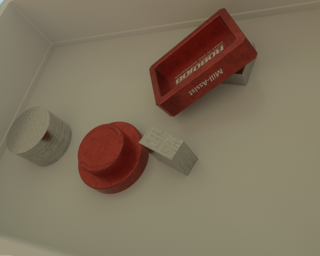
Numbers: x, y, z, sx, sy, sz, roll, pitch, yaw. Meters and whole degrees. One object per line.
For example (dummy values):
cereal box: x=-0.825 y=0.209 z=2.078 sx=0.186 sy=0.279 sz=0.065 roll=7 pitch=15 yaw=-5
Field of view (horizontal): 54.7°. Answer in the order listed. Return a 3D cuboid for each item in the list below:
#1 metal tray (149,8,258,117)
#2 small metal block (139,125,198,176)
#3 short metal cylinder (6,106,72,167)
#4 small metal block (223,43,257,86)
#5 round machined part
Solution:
metal tray: x=0.048 y=-0.084 z=0.397 sx=0.130 sy=0.030 sz=0.090 roll=-36 pitch=39 yaw=21
small metal block: x=0.011 y=0.027 z=0.366 sx=0.050 sy=0.050 sz=0.025 roll=25 pitch=75 yaw=36
short metal cylinder: x=-0.185 y=0.013 z=0.476 sx=0.080 sy=0.050 sz=0.080 roll=-13 pitch=56 yaw=20
small metal block: x=0.094 y=-0.085 z=0.408 sx=0.050 sy=0.025 sz=0.050 roll=12 pitch=67 yaw=32
round machined part: x=-0.068 y=0.033 z=0.408 sx=0.098 sy=0.042 sz=0.098 roll=-13 pitch=56 yaw=20
